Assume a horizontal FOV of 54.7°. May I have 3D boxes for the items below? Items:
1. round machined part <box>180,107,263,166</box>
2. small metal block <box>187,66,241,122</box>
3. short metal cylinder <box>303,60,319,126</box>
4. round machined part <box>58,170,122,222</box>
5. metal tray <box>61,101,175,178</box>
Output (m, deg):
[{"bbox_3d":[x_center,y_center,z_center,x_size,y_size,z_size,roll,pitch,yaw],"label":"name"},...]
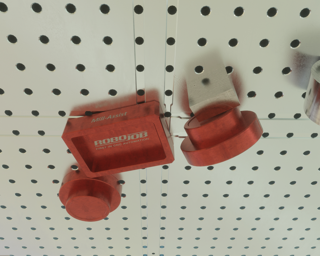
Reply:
[{"bbox_3d":[0.068,0.002,0.372,0.098,0.098,0.042,-23,103,18],"label":"round machined part"},{"bbox_3d":[0.061,-0.040,0.362,0.050,0.050,0.025,-23,125,18],"label":"small metal block"},{"bbox_3d":[0.208,-0.039,0.345,0.080,0.080,0.050,-6,130,4],"label":"short metal cylinder"},{"bbox_3d":[-0.112,0.113,0.496,0.099,0.042,0.097,0,130,0],"label":"round machined part"},{"bbox_3d":[-0.053,0.019,0.423,0.131,0.030,0.090,-12,130,9],"label":"metal tray"}]
